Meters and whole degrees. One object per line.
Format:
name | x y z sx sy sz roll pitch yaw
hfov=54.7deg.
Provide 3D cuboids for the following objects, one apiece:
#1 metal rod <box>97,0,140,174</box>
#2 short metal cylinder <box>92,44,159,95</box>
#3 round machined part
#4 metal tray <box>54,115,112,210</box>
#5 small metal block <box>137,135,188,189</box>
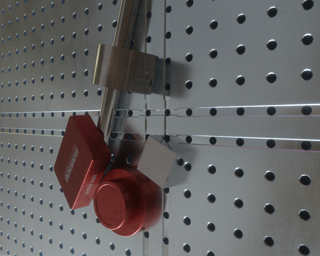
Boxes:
metal rod | -0.069 -0.066 0.463 0.025 0.025 0.298 22 103 37
short metal cylinder | -0.046 -0.077 0.409 0.080 0.081 0.050 19 102 38
round machined part | -0.058 0.106 0.444 0.098 0.042 0.097 0 90 39
metal tray | -0.126 0.054 0.486 0.090 0.030 0.129 54 132 31
small metal block | 0.002 0.043 0.406 0.050 0.025 0.050 31 109 35
